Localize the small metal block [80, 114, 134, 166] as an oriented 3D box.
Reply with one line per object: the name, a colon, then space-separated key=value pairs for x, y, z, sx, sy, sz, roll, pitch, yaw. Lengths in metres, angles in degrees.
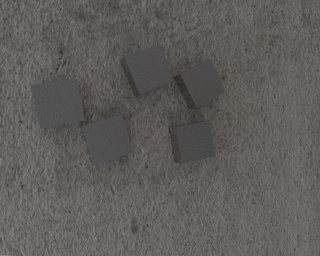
small metal block: x=-0.066 y=0.014 z=0.384 sx=0.050 sy=0.025 sz=0.050 roll=-19 pitch=96 yaw=-19

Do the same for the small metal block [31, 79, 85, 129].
small metal block: x=-0.120 y=-0.028 z=0.365 sx=0.050 sy=0.025 sz=0.050 roll=-12 pitch=94 yaw=-20

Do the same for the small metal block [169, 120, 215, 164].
small metal block: x=0.044 y=0.019 z=0.425 sx=0.050 sy=0.025 sz=0.050 roll=-11 pitch=94 yaw=-20

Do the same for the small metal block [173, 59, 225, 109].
small metal block: x=0.055 y=-0.060 z=0.429 sx=0.050 sy=0.025 sz=0.050 roll=-29 pitch=100 yaw=-18

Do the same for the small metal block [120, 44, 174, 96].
small metal block: x=-0.017 y=-0.075 z=0.402 sx=0.050 sy=0.025 sz=0.050 roll=-24 pitch=98 yaw=-18
